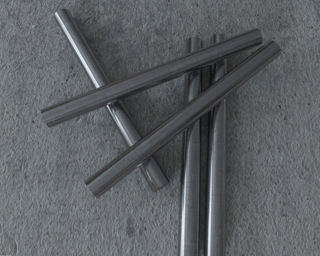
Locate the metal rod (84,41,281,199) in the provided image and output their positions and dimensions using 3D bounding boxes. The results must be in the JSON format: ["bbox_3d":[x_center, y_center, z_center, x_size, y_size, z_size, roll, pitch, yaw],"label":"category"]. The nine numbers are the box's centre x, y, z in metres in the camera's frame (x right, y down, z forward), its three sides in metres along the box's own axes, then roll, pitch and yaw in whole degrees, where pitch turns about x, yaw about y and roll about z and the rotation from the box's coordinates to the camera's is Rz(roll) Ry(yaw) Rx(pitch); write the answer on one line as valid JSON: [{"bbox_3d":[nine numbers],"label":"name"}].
[{"bbox_3d":[0.038,-0.018,0.387,0.301,0.025,0.025,-37,74,-13],"label":"metal rod"}]

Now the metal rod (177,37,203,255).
[{"bbox_3d":[0.041,0.014,0.402,0.025,0.025,0.299,3,70,1],"label":"metal rod"}]

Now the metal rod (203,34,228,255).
[{"bbox_3d":[0.075,0.009,0.405,0.025,0.025,0.299,5,70,1],"label":"metal rod"}]

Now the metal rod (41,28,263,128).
[{"bbox_3d":[-0.004,-0.069,0.405,0.302,0.025,0.025,-23,72,-8],"label":"metal rod"}]

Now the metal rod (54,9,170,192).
[{"bbox_3d":[-0.073,-0.049,0.425,0.025,0.025,0.299,-29,73,-10],"label":"metal rod"}]
